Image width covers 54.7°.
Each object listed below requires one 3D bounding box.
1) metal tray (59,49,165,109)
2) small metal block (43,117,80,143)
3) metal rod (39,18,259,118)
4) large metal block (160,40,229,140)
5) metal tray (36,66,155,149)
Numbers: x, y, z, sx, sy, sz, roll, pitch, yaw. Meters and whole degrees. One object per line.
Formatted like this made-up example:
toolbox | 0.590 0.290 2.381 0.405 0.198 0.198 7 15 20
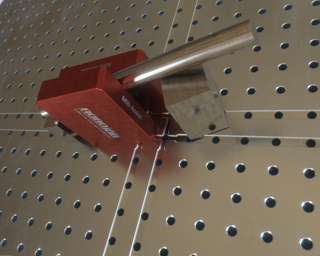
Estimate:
metal tray | -0.064 -0.056 0.432 0.130 0.090 0.030 -8 59 23
small metal block | -0.144 -0.012 0.472 0.025 0.050 0.050 -8 58 24
metal rod | -0.037 -0.058 0.365 0.300 0.025 0.025 -14 56 31
large metal block | 0.040 -0.044 0.377 0.050 0.080 0.080 -20 54 16
metal tray | -0.074 -0.018 0.389 0.090 0.130 0.030 -9 59 23
